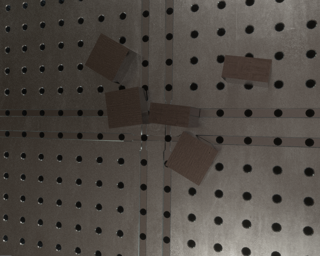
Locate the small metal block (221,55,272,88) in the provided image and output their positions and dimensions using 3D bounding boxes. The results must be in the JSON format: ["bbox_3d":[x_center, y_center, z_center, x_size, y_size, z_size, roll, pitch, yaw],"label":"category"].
[{"bbox_3d":[0.103,-0.065,0.363,0.050,0.050,0.025,11,94,19],"label":"small metal block"}]

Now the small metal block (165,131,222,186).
[{"bbox_3d":[0.043,0.038,0.397,0.050,0.025,0.050,30,100,17],"label":"small metal block"}]

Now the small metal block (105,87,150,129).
[{"bbox_3d":[-0.045,-0.027,0.427,0.050,0.025,0.050,-7,88,19],"label":"small metal block"}]

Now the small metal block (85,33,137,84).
[{"bbox_3d":[-0.069,-0.097,0.436,0.050,0.025,0.050,33,100,16],"label":"small metal block"}]

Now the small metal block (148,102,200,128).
[{"bbox_3d":[0.019,-0.016,0.392,0.050,0.050,0.025,8,93,19],"label":"small metal block"}]
